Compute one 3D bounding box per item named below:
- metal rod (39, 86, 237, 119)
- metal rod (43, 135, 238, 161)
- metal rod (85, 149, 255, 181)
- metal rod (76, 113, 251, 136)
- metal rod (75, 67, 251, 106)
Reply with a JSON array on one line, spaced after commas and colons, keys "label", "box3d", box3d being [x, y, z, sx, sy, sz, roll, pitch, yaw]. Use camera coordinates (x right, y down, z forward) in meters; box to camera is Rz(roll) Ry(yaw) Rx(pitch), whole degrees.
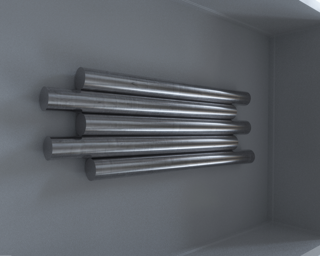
[{"label": "metal rod", "box3d": [0.000, -0.027, 0.406, 0.302, 0.025, 0.025, 1, 90, -40]}, {"label": "metal rod", "box3d": [0.002, 0.022, 0.409, 0.302, 0.025, 0.025, 1, 90, -40]}, {"label": "metal rod", "box3d": [0.039, 0.048, 0.440, 0.302, 0.025, 0.025, 1, 90, -40]}, {"label": "metal rod", "box3d": [0.030, -0.002, 0.432, 0.302, 0.025, 0.025, 1, 90, -40]}, {"label": "metal rod", "box3d": [0.029, -0.052, 0.431, 0.302, 0.025, 0.025, 1, 90, -40]}]
